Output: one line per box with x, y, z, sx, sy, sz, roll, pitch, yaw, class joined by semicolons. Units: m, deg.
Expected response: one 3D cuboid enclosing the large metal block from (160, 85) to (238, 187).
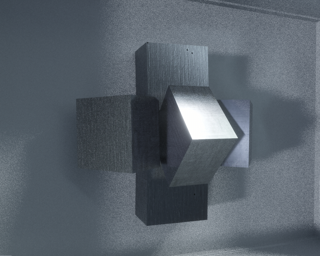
0.033;0.009;0.350;0.050;0.079;0.080;-1;47;-21;large metal block

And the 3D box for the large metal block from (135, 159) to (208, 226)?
0.014;0.076;0.401;0.081;0.050;0.080;1;90;-20;large metal block

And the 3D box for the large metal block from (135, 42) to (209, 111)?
0.015;-0.062;0.398;0.081;0.050;0.080;-2;91;-20;large metal block

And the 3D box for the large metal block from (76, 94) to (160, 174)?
-0.048;0.006;0.354;0.050;0.080;0.079;-3;92;-57;large metal block

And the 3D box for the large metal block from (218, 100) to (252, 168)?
0.093;0.006;0.407;0.050;0.080;0.080;1;90;19;large metal block
